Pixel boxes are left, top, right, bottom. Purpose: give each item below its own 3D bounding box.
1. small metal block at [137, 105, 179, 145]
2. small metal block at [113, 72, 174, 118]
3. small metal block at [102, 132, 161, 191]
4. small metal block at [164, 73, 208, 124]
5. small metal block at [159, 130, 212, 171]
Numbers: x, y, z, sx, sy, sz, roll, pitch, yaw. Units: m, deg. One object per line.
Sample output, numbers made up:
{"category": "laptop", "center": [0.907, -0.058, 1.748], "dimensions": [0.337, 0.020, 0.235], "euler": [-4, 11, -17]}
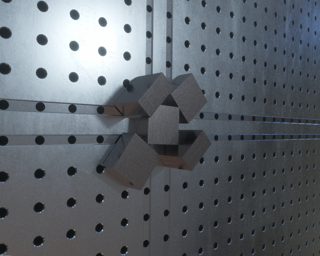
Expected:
{"category": "small metal block", "center": [-0.002, -0.004, 0.405], "dimensions": [0.050, 0.025, 0.050], "euler": [4, 86, -39]}
{"category": "small metal block", "center": [-0.020, -0.039, 0.374], "dimensions": [0.025, 0.050, 0.050], "euler": [52, 60, -28]}
{"category": "small metal block", "center": [-0.034, 0.040, 0.379], "dimensions": [0.050, 0.025, 0.050], "euler": [46, 62, -31]}
{"category": "small metal block", "center": [0.034, -0.041, 0.436], "dimensions": [0.050, 0.025, 0.050], "euler": [-47, 118, -29]}
{"category": "small metal block", "center": [0.033, 0.029, 0.419], "dimensions": [0.050, 0.050, 0.025], "euler": [-50, 119, -28]}
